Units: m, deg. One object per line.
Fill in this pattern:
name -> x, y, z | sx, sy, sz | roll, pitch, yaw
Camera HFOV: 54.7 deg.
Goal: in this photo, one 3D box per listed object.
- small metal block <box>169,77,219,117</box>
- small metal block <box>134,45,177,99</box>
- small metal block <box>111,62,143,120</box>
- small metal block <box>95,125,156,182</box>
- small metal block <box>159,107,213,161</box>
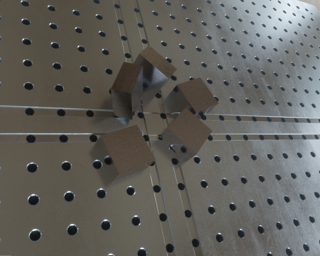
small metal block -> 0.051, -0.044, 0.464 | 0.050, 0.025, 0.050 | -23, 74, -37
small metal block -> -0.012, -0.078, 0.434 | 0.050, 0.050, 0.025 | 40, 51, -1
small metal block -> -0.041, -0.047, 0.397 | 0.025, 0.050, 0.050 | 13, 53, 6
small metal block -> -0.042, 0.029, 0.369 | 0.050, 0.025, 0.050 | -18, 71, -35
small metal block -> 0.036, 0.008, 0.425 | 0.050, 0.025, 0.050 | 41, 51, 0
